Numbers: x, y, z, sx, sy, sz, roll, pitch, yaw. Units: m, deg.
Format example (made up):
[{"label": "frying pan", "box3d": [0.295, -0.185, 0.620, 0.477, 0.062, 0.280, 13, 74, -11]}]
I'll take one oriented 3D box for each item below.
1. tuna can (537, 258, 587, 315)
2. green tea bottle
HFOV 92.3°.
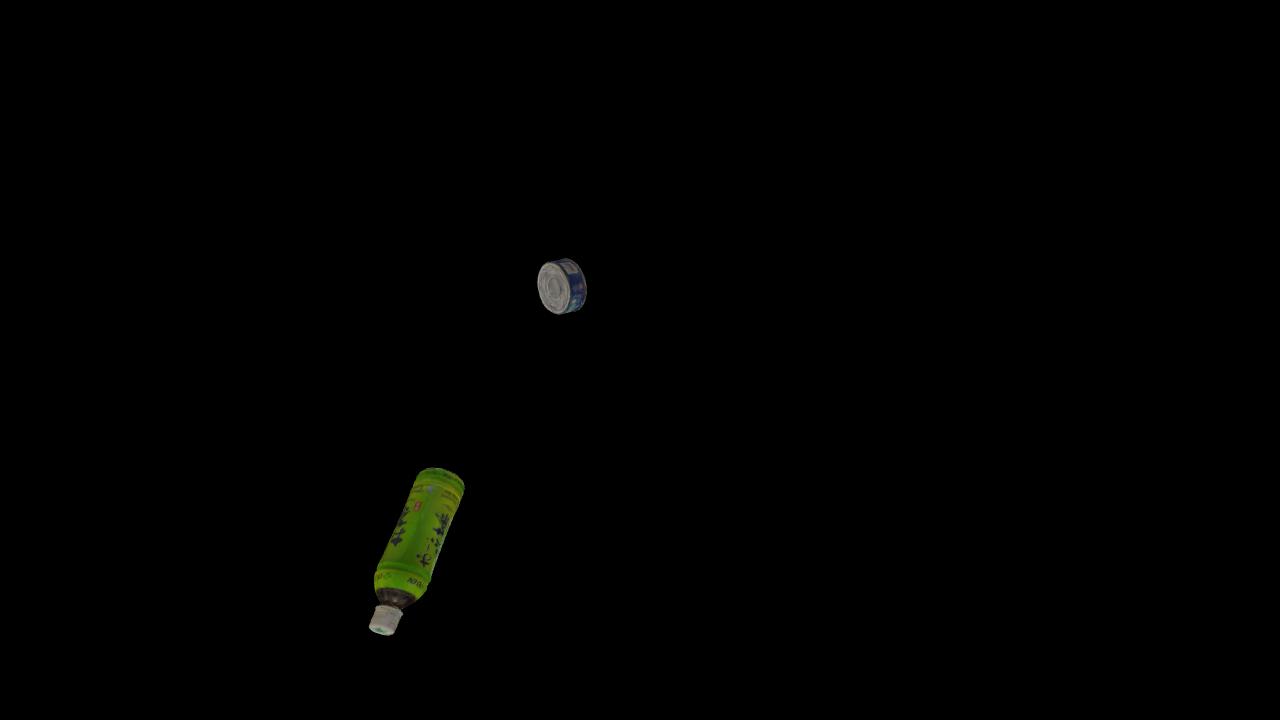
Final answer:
[{"label": "tuna can", "box3d": [-0.122, -0.113, 0.953, 0.084, 0.084, 0.034, 0, 14, 45]}, {"label": "green tea bottle", "box3d": [-0.292, 0.245, 0.799, 0.073, 0.212, 0.073, 5, -42, 4]}]
